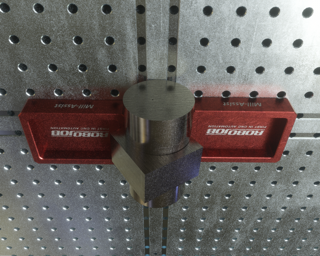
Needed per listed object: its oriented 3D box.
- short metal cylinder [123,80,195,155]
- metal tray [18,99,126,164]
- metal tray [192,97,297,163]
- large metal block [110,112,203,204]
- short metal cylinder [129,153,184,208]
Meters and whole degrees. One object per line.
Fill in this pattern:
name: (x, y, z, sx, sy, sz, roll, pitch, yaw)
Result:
short metal cylinder: (-0.002, -0.014, 0.363, 0.081, 0.080, 0.050, 1, 130, -1)
metal tray: (-0.107, 0.007, 0.413, 0.131, 0.030, 0.089, 1, 130, -1)
metal tray: (0.102, 0.005, 0.413, 0.131, 0.030, 0.089, 1, 130, -1)
large metal block: (-0.006, 0.033, 0.384, 0.081, 0.080, 0.050, -22, 136, -27)
short metal cylinder: (-0.004, 0.062, 0.428, 0.081, 0.080, 0.050, 1, 130, -1)
